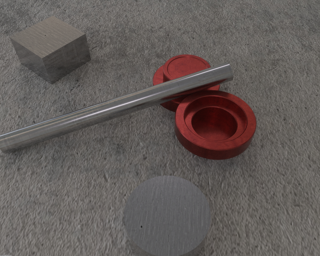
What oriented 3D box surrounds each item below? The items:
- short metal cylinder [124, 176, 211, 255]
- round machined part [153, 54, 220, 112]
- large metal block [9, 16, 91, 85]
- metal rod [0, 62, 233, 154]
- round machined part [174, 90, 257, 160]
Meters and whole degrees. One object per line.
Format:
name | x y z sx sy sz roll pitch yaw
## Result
short metal cylinder | 0.007 0.095 0.307 0.081 0.050 0.080 0 50 0
round machined part | 0.039 -0.070 0.451 0.099 0.042 0.098 0 50 0
large metal block | -0.171 -0.125 0.491 0.080 0.050 0.080 33 57 24
metal rod | -0.052 -0.027 0.395 0.302 0.025 0.025 -18 52 -4
round machined part | 0.067 0.000 0.392 0.099 0.042 0.098 0 50 0
